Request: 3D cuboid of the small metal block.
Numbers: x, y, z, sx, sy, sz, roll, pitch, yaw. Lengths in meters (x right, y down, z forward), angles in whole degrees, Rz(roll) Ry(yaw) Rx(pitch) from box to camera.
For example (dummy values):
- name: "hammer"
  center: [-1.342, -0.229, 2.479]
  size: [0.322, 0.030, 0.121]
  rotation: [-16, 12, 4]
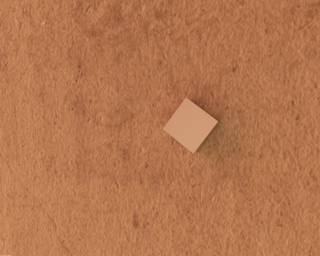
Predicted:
- name: "small metal block"
  center: [0.041, -0.003, 0.395]
  size: [0.050, 0.025, 0.050]
  rotation: [39, 102, 15]
